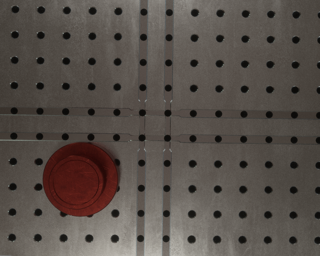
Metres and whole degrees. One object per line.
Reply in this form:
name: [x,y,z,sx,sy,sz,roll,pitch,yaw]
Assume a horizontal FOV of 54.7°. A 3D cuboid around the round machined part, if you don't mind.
round machined part: [-0.104,0.068,0.404,0.099,0.042,0.097,0,90,-1]
